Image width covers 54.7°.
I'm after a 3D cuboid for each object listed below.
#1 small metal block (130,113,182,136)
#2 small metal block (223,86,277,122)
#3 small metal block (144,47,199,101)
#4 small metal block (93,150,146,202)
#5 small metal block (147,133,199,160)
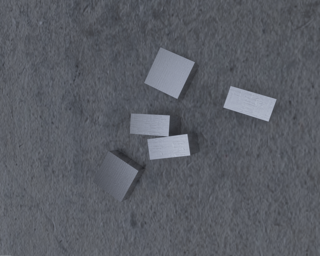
[{"bbox_3d":[-0.004,-0.004,0.396,0.050,0.050,0.025,4,91,19],"label":"small metal block"},{"bbox_3d":[0.105,-0.027,0.358,0.050,0.050,0.025,20,97,18],"label":"small metal block"},{"bbox_3d":[0.015,-0.070,0.403,0.050,0.025,0.050,28,99,17],"label":"small metal block"},{"bbox_3d":[-0.056,0.065,0.428,0.050,0.025,0.050,32,100,17],"label":"small metal block"},{"bbox_3d":[0.018,0.022,0.389,0.050,0.050,0.025,-8,88,19],"label":"small metal block"}]
